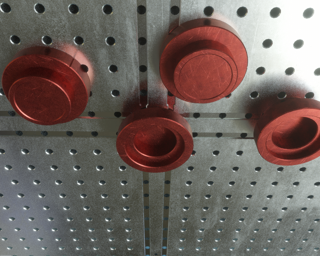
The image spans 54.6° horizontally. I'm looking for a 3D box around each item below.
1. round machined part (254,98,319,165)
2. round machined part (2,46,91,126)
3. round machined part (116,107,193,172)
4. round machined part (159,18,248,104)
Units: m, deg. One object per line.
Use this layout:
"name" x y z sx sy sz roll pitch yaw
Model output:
"round machined part" 0.171 0.001 0.402 0.099 0.042 0.097 0 130 0
"round machined part" -0.135 -0.042 0.364 0.099 0.042 0.097 0 130 0
"round machined part" -0.007 0.011 0.410 0.099 0.042 0.097 0 130 0
"round machined part" 0.049 -0.066 0.344 0.099 0.042 0.097 0 130 0
